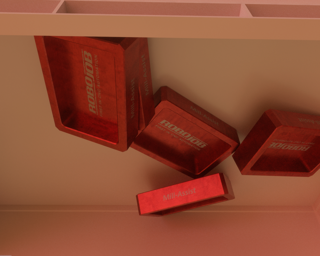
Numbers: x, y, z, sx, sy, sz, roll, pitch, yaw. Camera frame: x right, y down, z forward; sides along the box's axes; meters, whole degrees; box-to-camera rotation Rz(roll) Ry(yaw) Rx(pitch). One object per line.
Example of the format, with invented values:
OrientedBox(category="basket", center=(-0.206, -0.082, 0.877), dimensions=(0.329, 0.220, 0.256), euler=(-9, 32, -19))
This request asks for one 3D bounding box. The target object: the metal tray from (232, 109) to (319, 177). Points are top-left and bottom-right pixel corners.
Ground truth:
OrientedBox(category="metal tray", center=(0.173, 0.024, 0.408), dimensions=(0.131, 0.030, 0.089), euler=(6, 132, -24))

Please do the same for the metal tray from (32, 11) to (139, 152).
OrientedBox(category="metal tray", center=(-0.069, -0.041, 0.311), dimensions=(0.090, 0.030, 0.129), euler=(17, 135, 13))

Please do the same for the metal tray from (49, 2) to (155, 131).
OrientedBox(category="metal tray", center=(-0.057, -0.062, 0.331), dimensions=(0.090, 0.030, 0.129), euler=(12, 133, 19))

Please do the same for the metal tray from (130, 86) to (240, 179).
OrientedBox(category="metal tray", center=(0.030, 0.012, 0.416), dimensions=(0.131, 0.030, 0.090), euler=(29, 124, -23))

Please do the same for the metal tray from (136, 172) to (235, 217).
OrientedBox(category="metal tray", center=(0.041, 0.104, 0.468), dimensions=(0.130, 0.030, 0.090), euler=(-17, 158, 14))
